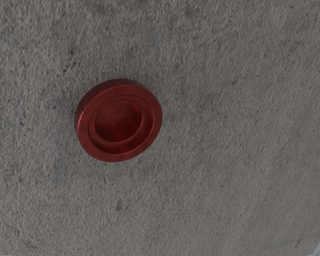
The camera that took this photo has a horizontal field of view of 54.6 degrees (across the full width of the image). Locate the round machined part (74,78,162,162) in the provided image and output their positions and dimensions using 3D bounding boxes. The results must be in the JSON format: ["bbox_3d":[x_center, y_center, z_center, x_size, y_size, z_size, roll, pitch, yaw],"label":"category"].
[{"bbox_3d":[-0.050,-0.012,0.360,0.099,0.042,0.097,-14,124,-21],"label":"round machined part"}]
